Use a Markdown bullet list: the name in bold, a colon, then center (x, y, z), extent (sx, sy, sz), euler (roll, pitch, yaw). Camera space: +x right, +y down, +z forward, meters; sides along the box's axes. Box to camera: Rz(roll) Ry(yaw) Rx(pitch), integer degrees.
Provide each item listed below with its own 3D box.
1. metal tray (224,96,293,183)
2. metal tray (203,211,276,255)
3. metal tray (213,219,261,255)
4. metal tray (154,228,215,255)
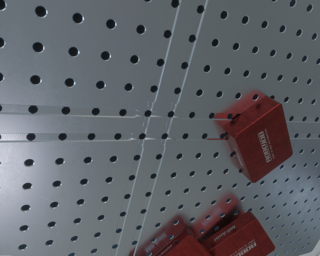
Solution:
- **metal tray**: center (0.166, 0.023, 0.512), extent (0.090, 0.030, 0.130), euler (-35, 129, -5)
- **metal tray**: center (0.147, 0.234, 0.603), extent (0.130, 0.030, 0.090), euler (-35, 110, 0)
- **metal tray**: center (0.158, 0.260, 0.653), extent (0.091, 0.030, 0.129), euler (-14, 124, -21)
- **metal tray**: center (0.032, 0.257, 0.555), extent (0.130, 0.030, 0.090), euler (-41, 97, 0)
